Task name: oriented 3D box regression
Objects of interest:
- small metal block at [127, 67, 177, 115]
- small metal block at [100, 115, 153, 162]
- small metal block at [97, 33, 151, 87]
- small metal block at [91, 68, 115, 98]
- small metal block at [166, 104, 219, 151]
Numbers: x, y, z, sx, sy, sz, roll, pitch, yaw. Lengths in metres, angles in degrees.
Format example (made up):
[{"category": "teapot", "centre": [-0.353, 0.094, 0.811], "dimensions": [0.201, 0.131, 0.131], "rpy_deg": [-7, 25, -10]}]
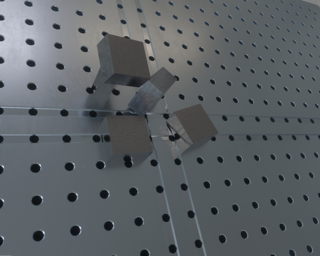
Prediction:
[{"category": "small metal block", "centre": [-0.010, -0.047, 0.408], "dimensions": [0.025, 0.050, 0.050], "rpy_deg": [42, 37, -1]}, {"category": "small metal block", "centre": [-0.041, 0.013, 0.378], "dimensions": [0.050, 0.025, 0.050], "rpy_deg": [0, 62, -28]}, {"category": "small metal block", "centre": [-0.043, -0.078, 0.367], "dimensions": [0.050, 0.025, 0.050], "rpy_deg": [1, 70, -40]}, {"category": "small metal block", "centre": [-0.062, -0.076, 0.405], "dimensions": [0.025, 0.050, 0.050], "rpy_deg": [29, 52, -10]}, {"category": "small metal block", "centre": [0.045, -0.002, 0.433], "dimensions": [0.050, 0.025, 0.050], "rpy_deg": [-19, 72, -35]}]
